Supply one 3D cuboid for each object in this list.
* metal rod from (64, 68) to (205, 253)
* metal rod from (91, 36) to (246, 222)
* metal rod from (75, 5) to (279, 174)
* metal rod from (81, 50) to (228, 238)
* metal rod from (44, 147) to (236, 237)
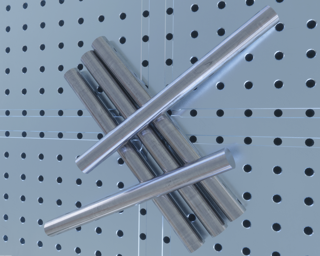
[{"bbox_3d":[-0.041,0.036,0.426,0.025,0.025,0.299,-41,78,15],"label":"metal rod"},{"bbox_3d":[0.004,-0.007,0.410,0.025,0.025,0.300,-42,77,15],"label":"metal rod"},{"bbox_3d":[0.016,-0.042,0.385,0.300,0.025,0.025,-38,78,7],"label":"metal rod"},{"bbox_3d":[-0.014,0.013,0.417,0.025,0.025,0.299,-41,78,15],"label":"metal rod"},{"bbox_3d":[-0.044,0.093,0.405,0.300,0.025,0.025,-26,82,26],"label":"metal rod"}]
